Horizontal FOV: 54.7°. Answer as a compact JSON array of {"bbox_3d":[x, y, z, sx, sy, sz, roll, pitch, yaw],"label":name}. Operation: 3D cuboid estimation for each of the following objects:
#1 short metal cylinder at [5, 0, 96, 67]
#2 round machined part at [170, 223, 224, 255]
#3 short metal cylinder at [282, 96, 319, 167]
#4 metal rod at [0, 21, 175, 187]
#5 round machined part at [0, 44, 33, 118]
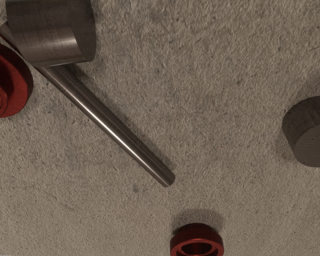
[{"bbox_3d":[-0.095,-0.099,0.286,0.050,0.080,0.080,-6,130,4],"label":"short metal cylinder"},{"bbox_3d":[0.068,0.215,0.580,0.099,0.042,0.097,-1,130,0],"label":"round machined part"},{"bbox_3d":[0.206,0.005,0.399,0.081,0.050,0.079,0,130,0],"label":"short metal cylinder"},{"bbox_3d":[-0.072,-0.013,0.394,0.025,0.025,0.300,-28,125,21],"label":"metal rod"},{"bbox_3d":[-0.201,-0.048,0.352,0.099,0.042,0.097,-1,130,0],"label":"round machined part"}]
